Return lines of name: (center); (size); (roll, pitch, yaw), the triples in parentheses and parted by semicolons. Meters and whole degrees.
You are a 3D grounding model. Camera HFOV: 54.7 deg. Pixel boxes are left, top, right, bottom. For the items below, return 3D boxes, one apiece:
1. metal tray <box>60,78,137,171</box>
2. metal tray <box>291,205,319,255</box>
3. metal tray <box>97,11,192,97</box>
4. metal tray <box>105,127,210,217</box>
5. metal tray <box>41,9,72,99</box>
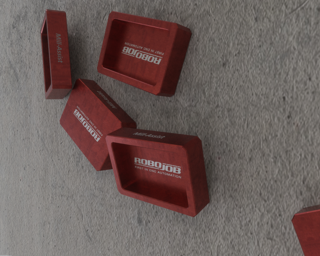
metal tray: (-0.102, -0.007, 0.486); (0.130, 0.030, 0.089); (44, 116, 31)
metal tray: (0.179, 0.125, 0.254); (0.090, 0.030, 0.129); (-26, 74, 37)
metal tray: (-0.027, -0.103, 0.423); (0.130, 0.030, 0.089); (26, 106, 37)
metal tray: (-0.006, 0.050, 0.387); (0.130, 0.030, 0.089); (6, 115, 39)
metal tray: (-0.179, -0.121, 0.527); (0.090, 0.030, 0.129); (-16, 79, 62)
